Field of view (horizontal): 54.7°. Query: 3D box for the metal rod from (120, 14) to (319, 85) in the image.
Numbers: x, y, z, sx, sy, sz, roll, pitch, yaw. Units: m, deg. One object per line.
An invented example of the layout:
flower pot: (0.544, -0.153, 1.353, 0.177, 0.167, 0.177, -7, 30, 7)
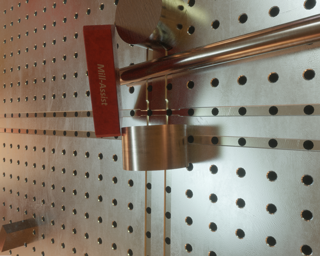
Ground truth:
metal rod: (0.052, -0.085, 0.366, 0.300, 0.025, 0.025, -5, 87, 39)

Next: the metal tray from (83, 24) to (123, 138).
metal tray: (-0.068, -0.063, 0.393, 0.090, 0.030, 0.129, -104, 11, -71)

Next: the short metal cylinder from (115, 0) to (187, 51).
short metal cylinder: (-0.012, -0.144, 0.403, 0.080, 0.050, 0.079, 0, 90, 40)

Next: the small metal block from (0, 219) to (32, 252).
small metal block: (-0.303, 0.223, 0.643, 0.025, 0.050, 0.050, 38, 113, 33)

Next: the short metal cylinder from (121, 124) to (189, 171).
short metal cylinder: (-0.006, 0.023, 0.378, 0.080, 0.081, 0.050, -4, 87, 40)
